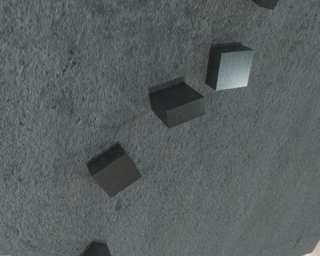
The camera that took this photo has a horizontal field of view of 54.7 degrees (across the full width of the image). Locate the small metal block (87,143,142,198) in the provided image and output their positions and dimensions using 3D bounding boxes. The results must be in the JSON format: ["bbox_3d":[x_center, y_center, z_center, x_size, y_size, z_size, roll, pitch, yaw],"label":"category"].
[{"bbox_3d":[-0.059,0.057,0.409,0.050,0.025,0.050,-34,129,-6],"label":"small metal block"}]

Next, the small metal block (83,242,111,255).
[{"bbox_3d":[-0.097,0.211,0.468,0.025,0.050,0.050,31,101,-38],"label":"small metal block"}]

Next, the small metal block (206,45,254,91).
[{"bbox_3d":[0.091,-0.080,0.407,0.050,0.025,0.050,-11,123,-23],"label":"small metal block"}]

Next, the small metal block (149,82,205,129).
[{"bbox_3d":[0.021,-0.030,0.383,0.050,0.050,0.025,-21,127,-16],"label":"small metal block"}]

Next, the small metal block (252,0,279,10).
[{"bbox_3d":[0.125,-0.177,0.365,0.050,0.025,0.050,19,108,-36],"label":"small metal block"}]
